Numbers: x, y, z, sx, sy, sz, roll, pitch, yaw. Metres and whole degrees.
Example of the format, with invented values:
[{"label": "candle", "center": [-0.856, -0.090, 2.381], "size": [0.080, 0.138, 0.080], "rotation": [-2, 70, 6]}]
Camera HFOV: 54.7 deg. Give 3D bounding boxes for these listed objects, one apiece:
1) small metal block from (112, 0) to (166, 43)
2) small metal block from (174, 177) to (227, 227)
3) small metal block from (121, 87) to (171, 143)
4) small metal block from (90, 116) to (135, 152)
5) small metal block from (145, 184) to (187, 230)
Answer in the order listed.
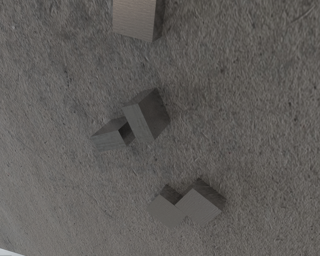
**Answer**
[{"label": "small metal block", "center": [-0.023, -0.127, 0.340], "size": [0.050, 0.025, 0.050], "rotation": [19, 126, 17]}, {"label": "small metal block", "center": [0.057, 0.106, 0.442], "size": [0.050, 0.025, 0.050], "rotation": [38, 129, 2]}, {"label": "small metal block", "center": [-0.016, -0.017, 0.389], "size": [0.025, 0.050, 0.050], "rotation": [-11, 113, 33]}, {"label": "small metal block", "center": [-0.057, 0.006, 0.425], "size": [0.050, 0.050, 0.025], "rotation": [-13, 112, 33]}, {"label": "small metal block", "center": [0.013, 0.121, 0.475], "size": [0.050, 0.025, 0.050], "rotation": [37, 129, 3]}]
